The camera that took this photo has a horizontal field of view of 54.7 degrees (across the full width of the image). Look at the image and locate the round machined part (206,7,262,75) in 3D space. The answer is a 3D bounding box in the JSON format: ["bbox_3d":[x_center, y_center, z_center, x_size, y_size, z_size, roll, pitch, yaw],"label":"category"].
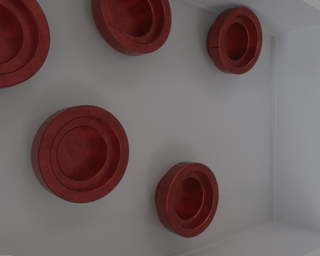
[{"bbox_3d":[0.110,-0.133,0.479,0.099,0.042,0.097,-10,108,-35],"label":"round machined part"}]

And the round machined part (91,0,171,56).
[{"bbox_3d":[-0.037,-0.133,0.364,0.099,0.042,0.097,0,90,-40],"label":"round machined part"}]

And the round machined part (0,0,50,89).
[{"bbox_3d":[-0.152,-0.081,0.268,0.099,0.042,0.097,0,90,-40],"label":"round machined part"}]

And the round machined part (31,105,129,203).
[{"bbox_3d":[-0.085,0.026,0.325,0.099,0.042,0.097,0,90,-40],"label":"round machined part"}]

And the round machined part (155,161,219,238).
[{"bbox_3d":[0.032,0.094,0.423,0.099,0.042,0.097,0,90,-40],"label":"round machined part"}]
